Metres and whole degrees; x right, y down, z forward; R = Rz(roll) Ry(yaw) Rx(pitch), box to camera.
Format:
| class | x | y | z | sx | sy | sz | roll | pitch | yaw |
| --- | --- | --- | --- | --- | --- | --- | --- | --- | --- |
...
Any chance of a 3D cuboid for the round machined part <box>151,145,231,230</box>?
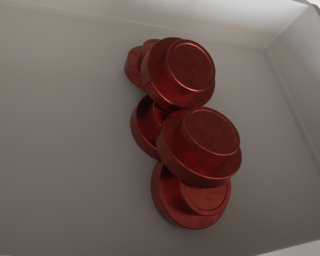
| class | x | y | z | sx | sy | sz | roll | pitch | yaw |
| --- | --- | --- | --- | --- | --- | --- | --- | --- | --- |
| round machined part | 0.042 | 0.066 | 0.357 | 0.099 | 0.042 | 0.098 | 8 | 73 | -26 |

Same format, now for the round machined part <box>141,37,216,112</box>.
| class | x | y | z | sx | sy | sz | roll | pitch | yaw |
| --- | --- | --- | --- | --- | --- | --- | --- | --- | --- |
| round machined part | 0.029 | -0.070 | 0.385 | 0.099 | 0.042 | 0.098 | 9 | 70 | -26 |

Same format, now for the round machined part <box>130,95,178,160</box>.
| class | x | y | z | sx | sy | sz | roll | pitch | yaw |
| --- | --- | --- | --- | --- | --- | --- | --- | --- | --- |
| round machined part | 0.014 | -0.008 | 0.405 | 0.099 | 0.042 | 0.098 | 14 | 55 | -20 |

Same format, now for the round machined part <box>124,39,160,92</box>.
| class | x | y | z | sx | sy | sz | roll | pitch | yaw |
| --- | --- | --- | --- | --- | --- | --- | --- | --- | --- |
| round machined part | 0.003 | -0.089 | 0.434 | 0.099 | 0.042 | 0.098 | 15 | 40 | -13 |

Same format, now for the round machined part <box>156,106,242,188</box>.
| class | x | y | z | sx | sy | sz | roll | pitch | yaw |
| --- | --- | --- | --- | --- | --- | --- | --- | --- | --- |
| round machined part | 0.049 | 0.014 | 0.345 | 0.099 | 0.042 | 0.098 | 15 | 45 | -16 |
